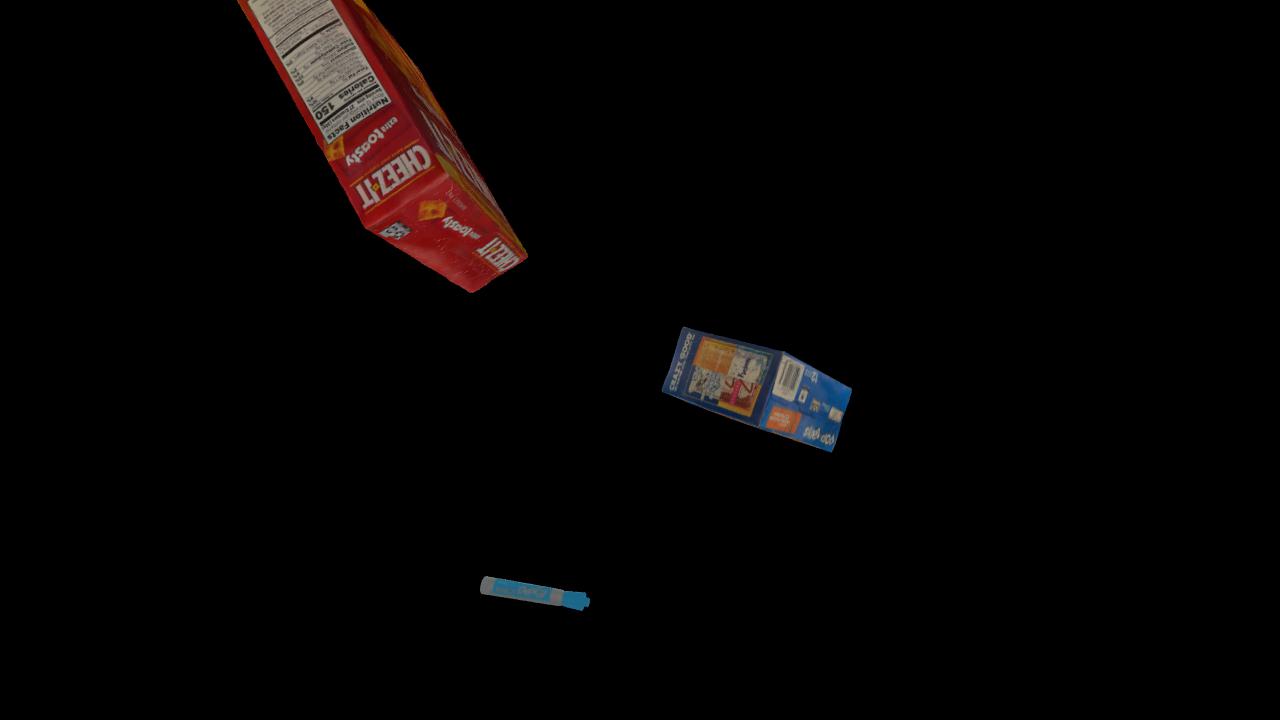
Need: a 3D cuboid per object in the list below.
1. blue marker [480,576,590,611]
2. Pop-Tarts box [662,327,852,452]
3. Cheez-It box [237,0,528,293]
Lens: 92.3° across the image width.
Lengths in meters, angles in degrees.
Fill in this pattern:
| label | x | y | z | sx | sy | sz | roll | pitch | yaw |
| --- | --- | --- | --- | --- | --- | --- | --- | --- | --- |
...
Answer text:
| label | x | y | z | sx | sy | sz | roll | pitch | yaw |
| --- | --- | --- | --- | --- | --- | --- | --- | --- | --- |
| blue marker | -0.113 | 0.254 | 0.667 | 0.121 | 0.020 | 0.020 | 6 | 1 | 10 |
| Pop-Tarts box | 0.136 | 0.035 | 0.706 | 0.141 | 0.083 | 0.167 | 18 | -3 | 45 |
| Cheez-It box | -0.186 | -0.174 | 0.469 | 0.071 | 0.223 | 0.166 | -32 | -11 | 3 |
